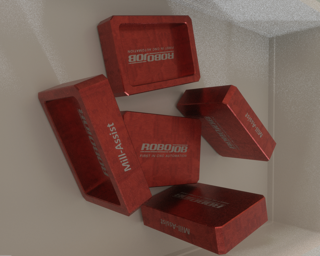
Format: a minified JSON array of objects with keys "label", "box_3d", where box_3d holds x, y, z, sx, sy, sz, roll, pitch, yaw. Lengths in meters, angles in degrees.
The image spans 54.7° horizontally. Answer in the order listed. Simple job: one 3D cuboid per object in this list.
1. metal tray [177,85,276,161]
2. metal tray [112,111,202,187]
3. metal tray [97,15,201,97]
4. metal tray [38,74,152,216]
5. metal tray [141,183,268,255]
[{"label":"metal tray","box_3d":[0.096,-0.004,0.444,0.130,0.090,0.030,45,63,-31]},{"label":"metal tray","box_3d":[-0.003,0.028,0.399,0.131,0.030,0.089,4,87,-40]},{"label":"metal tray","box_3d":[-0.008,-0.094,0.396,0.131,0.030,0.089,-17,101,-39]},{"label":"metal tray","box_3d":[-0.066,0.017,0.308,0.030,0.090,0.129,-31,110,-37]},{"label":"metal tray","box_3d":[0.050,0.101,0.379,0.091,0.130,0.030,-17,101,-40]}]
